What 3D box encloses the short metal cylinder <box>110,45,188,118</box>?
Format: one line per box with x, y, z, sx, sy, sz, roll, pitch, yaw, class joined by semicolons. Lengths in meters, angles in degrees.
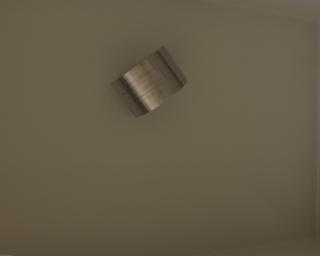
-0.013;-0.056;0.377;0.080;0.080;0.050;-40;103;-16;short metal cylinder
